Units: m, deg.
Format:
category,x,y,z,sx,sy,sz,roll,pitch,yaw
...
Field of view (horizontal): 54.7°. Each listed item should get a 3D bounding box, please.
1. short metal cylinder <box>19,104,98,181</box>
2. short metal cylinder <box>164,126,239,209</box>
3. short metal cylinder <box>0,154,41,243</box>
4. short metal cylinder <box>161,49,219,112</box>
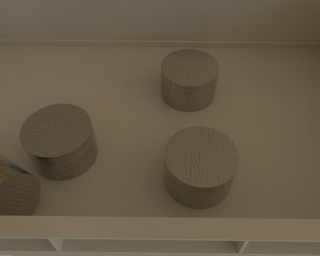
category,x,y,z,sx,sy,sz,roll,pitch,yaw
short metal cylinder,-0.119,0.016,0.374,0.080,0.050,0.080,0,50,0
short metal cylinder,0.045,0.044,0.352,0.080,0.050,0.080,0,50,0
short metal cylinder,-0.169,0.070,0.309,0.050,0.080,0.080,26,55,20
short metal cylinder,0.042,-0.069,0.447,0.080,0.050,0.080,0,50,0
